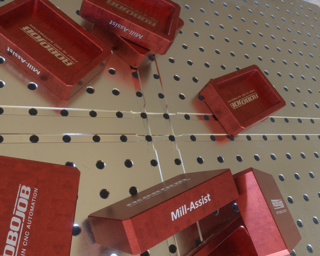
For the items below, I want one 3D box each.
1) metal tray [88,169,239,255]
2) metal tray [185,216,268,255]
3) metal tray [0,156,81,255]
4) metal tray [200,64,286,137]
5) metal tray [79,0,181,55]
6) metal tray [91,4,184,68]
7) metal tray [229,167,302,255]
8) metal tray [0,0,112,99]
[{"bbox_3d":[0.004,0.079,0.316,0.131,0.090,0.030,-17,89,-35],"label":"metal tray"},{"bbox_3d":[0.069,0.168,0.338,0.131,0.030,0.090,-24,75,-36],"label":"metal tray"},{"bbox_3d":[-0.127,0.094,0.279,0.091,0.030,0.130,13,56,-21],"label":"metal tray"},{"bbox_3d":[0.138,-0.049,0.507,0.131,0.030,0.090,-24,75,-36],"label":"metal tray"},{"bbox_3d":[-0.038,-0.169,0.447,0.131,0.030,0.090,22,54,-15],"label":"metal tray"},{"bbox_3d":[-0.030,-0.160,0.485,0.090,0.030,0.131,41,51,0],"label":"metal tray"},{"bbox_3d":[0.128,0.099,0.370,0.130,0.030,0.090,22,44,-59],"label":"metal tray"},{"bbox_3d":[-0.140,-0.107,0.394,0.130,0.030,0.090,38,51,-2],"label":"metal tray"}]
